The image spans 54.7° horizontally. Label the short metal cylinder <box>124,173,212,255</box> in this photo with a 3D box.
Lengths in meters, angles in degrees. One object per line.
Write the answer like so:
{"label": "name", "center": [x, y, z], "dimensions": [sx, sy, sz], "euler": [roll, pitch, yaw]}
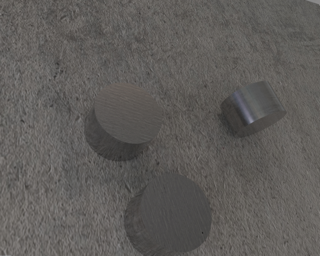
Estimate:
{"label": "short metal cylinder", "center": [0.008, 0.095, 0.334], "dimensions": [0.081, 0.050, 0.080], "euler": [14, 56, -21]}

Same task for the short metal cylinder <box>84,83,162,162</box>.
{"label": "short metal cylinder", "center": [-0.044, -0.007, 0.368], "dimensions": [0.081, 0.050, 0.080], "euler": [14, 56, -21]}

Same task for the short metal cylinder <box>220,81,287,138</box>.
{"label": "short metal cylinder", "center": [0.137, -0.026, 0.457], "dimensions": [0.081, 0.080, 0.050], "euler": [-10, 67, -33]}
